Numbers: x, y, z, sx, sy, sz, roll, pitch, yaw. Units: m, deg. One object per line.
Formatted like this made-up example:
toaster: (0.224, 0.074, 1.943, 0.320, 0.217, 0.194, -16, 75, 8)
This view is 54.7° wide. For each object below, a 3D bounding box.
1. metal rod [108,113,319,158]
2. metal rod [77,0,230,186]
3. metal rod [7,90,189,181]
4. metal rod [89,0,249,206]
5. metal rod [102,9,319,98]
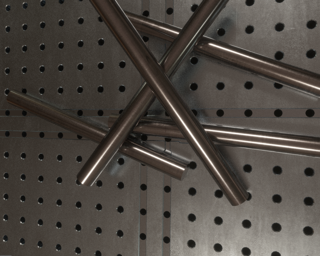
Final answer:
metal rod: (0.074, 0.009, 0.385, 0.301, 0.025, 0.025, 7, 92, 19)
metal rod: (-0.013, -0.046, 0.388, 0.025, 0.025, 0.299, 41, 102, 15)
metal rod: (-0.100, 0.004, 0.446, 0.301, 0.025, 0.025, 22, 97, 18)
metal rod: (0.012, -0.034, 0.362, 0.025, 0.025, 0.299, -33, 97, 17)
metal rod: (0.055, -0.104, 0.392, 0.301, 0.025, 0.025, 24, 98, 18)
